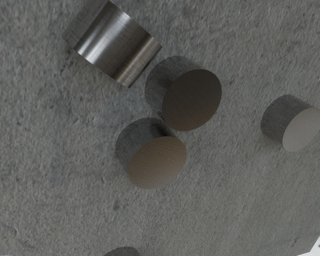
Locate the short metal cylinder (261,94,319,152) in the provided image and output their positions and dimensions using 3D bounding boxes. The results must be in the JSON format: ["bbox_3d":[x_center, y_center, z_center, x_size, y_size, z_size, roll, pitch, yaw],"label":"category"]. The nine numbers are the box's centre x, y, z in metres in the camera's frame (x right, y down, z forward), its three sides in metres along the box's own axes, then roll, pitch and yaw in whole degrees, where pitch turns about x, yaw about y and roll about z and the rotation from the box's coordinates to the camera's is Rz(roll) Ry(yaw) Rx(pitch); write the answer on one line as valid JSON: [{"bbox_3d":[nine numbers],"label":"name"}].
[{"bbox_3d":[0.214,-0.008,0.505,0.081,0.050,0.079,-14,125,-21],"label":"short metal cylinder"}]

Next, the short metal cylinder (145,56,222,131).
[{"bbox_3d":[0.028,-0.043,0.381,0.081,0.050,0.079,-14,125,-21],"label":"short metal cylinder"}]

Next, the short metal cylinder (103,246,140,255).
[{"bbox_3d":[-0.062,0.244,0.509,0.081,0.050,0.079,-14,125,-21],"label":"short metal cylinder"}]

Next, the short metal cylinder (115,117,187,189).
[{"bbox_3d":[-0.012,0.033,0.406,0.081,0.050,0.079,-14,125,-21],"label":"short metal cylinder"}]

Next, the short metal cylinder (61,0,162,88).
[{"bbox_3d":[-0.045,-0.083,0.297,0.080,0.080,0.050,32,100,-39],"label":"short metal cylinder"}]
